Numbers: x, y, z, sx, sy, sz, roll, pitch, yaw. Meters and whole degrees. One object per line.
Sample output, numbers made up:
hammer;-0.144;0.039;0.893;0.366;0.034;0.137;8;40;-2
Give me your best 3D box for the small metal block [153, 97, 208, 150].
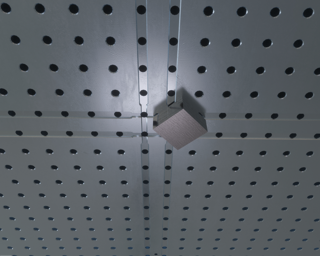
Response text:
small metal block;0.026;-0.005;0.408;0.050;0.025;0.050;-34;123;25
